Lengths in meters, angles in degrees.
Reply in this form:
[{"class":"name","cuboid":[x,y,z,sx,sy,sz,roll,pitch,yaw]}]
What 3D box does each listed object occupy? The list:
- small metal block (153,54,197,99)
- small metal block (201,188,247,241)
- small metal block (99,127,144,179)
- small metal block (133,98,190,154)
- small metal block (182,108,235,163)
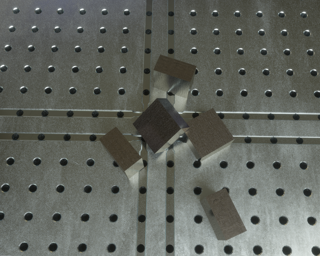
[{"class":"small metal block","cuboid":[0.020,-0.069,0.424,0.050,0.050,0.025,19,71,7]},{"class":"small metal block","cuboid":[0.072,0.102,0.362,0.025,0.050,0.050,-22,72,-8]},{"class":"small metal block","cuboid":[-0.047,0.032,0.387,0.025,0.050,0.050,-38,74,-12]},{"class":"small metal block","cuboid":[0.001,-0.003,0.399,0.050,0.025,0.050,-45,72,25]},{"class":"small metal block","cuboid":[0.061,0.010,0.409,0.050,0.025,0.050,-29,73,-10]}]
